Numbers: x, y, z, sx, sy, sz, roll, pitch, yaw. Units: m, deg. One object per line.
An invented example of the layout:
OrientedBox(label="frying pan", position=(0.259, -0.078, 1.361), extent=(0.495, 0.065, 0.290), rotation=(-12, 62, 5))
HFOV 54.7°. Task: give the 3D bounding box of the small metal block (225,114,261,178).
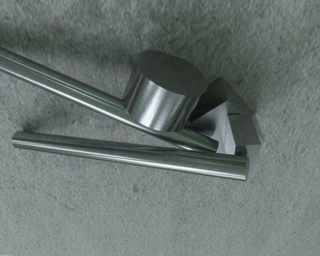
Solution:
OrientedBox(label="small metal block", position=(0.089, 0.020, 0.341), extent=(0.025, 0.050, 0.050), rotation=(-3, 130, 3))

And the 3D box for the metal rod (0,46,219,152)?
OrientedBox(label="metal rod", position=(-0.076, -0.033, 0.342), extent=(0.301, 0.025, 0.025), rotation=(23, 127, -5))

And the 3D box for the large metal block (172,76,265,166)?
OrientedBox(label="large metal block", position=(0.069, -0.004, 0.388), extent=(0.080, 0.050, 0.080), rotation=(-33, 123, 26))

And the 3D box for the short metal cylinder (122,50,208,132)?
OrientedBox(label="short metal cylinder", position=(0.005, -0.041, 0.339), extent=(0.081, 0.080, 0.050), rotation=(16, 128, -14))

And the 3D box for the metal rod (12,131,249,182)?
OrientedBox(label="metal rod", position=(-0.052, 0.028, 0.362), extent=(0.301, 0.025, 0.025), rotation=(5, 134, 23))
